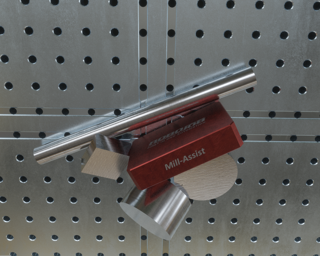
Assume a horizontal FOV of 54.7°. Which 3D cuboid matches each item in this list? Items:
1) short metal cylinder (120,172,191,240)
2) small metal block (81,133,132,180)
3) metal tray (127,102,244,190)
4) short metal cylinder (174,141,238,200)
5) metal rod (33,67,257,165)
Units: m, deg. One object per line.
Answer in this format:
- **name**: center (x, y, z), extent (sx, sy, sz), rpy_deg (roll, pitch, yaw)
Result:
- **short metal cylinder**: center (-0.006, 0.103, 0.411), extent (0.080, 0.080, 0.050), rpy_deg (45, 63, -15)
- **small metal block**: center (-0.071, 0.039, 0.410), extent (0.050, 0.025, 0.050), rpy_deg (18, 126, -27)
- **metal tray**: center (0.027, 0.018, 0.382), extent (0.130, 0.090, 0.030), rpy_deg (-25, 108, 9)
- **short metal cylinder**: center (0.056, 0.048, 0.409), extent (0.081, 0.050, 0.079), rpy_deg (-2, 119, -4)
- **metal rod**: center (-0.024, -0.013, 0.404), extent (0.301, 0.025, 0.025), rpy_deg (-20, 109, 7)
